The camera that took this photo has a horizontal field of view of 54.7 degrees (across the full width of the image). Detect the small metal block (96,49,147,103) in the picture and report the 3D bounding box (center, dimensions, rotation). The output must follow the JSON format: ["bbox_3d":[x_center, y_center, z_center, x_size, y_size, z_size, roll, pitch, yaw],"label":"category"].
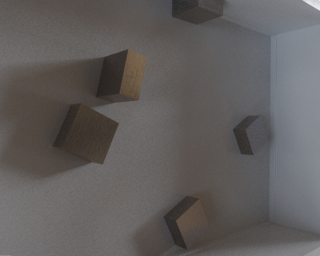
[{"bbox_3d":[-0.045,-0.057,0.353,0.025,0.050,0.050,17,79,-39],"label":"small metal block"}]

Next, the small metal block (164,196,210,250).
[{"bbox_3d":[0.039,0.133,0.439,0.050,0.025,0.050,-33,111,-35],"label":"small metal block"}]

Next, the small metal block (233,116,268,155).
[{"bbox_3d":[0.158,0.012,0.539,0.050,0.025,0.050,-36,112,-34],"label":"small metal block"}]

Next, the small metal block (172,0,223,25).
[{"bbox_3d":[0.053,-0.169,0.434,0.050,0.050,0.025,0,90,-40],"label":"small metal block"}]

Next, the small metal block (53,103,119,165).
[{"bbox_3d":[-0.080,0.007,0.339,0.050,0.025,0.050,31,71,-36],"label":"small metal block"}]
